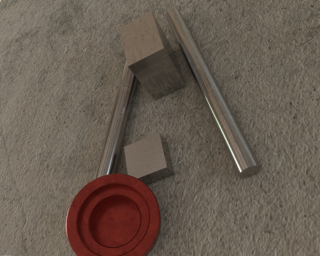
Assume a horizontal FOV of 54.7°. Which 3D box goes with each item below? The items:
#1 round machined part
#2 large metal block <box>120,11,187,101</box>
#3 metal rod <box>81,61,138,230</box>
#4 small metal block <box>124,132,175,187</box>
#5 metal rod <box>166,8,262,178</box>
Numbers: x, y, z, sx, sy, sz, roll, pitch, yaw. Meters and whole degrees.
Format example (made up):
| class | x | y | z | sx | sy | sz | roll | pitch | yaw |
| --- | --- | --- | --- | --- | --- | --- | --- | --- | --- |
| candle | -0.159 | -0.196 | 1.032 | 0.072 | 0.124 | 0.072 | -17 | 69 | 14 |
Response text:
| class | x | y | z | sx | sy | sz | roll | pitch | yaw |
| --- | --- | --- | --- | --- | --- | --- | --- | --- | --- |
| round machined part | -0.048 | 0.103 | 0.340 | 0.099 | 0.042 | 0.098 | -1 | 61 | 3 |
| large metal block | -0.009 | -0.099 | 0.433 | 0.050 | 0.080 | 0.080 | -24 | 53 | 13 |
| metal rod | -0.059 | -0.005 | 0.436 | 0.025 | 0.025 | 0.299 | -4 | 60 | 26 |
| small metal block | -0.014 | 0.040 | 0.385 | 0.050 | 0.025 | 0.050 | -23 | 53 | 14 |
| metal rod | 0.058 | -0.069 | 0.414 | 0.025 | 0.025 | 0.299 | -26 | 53 | 11 |
